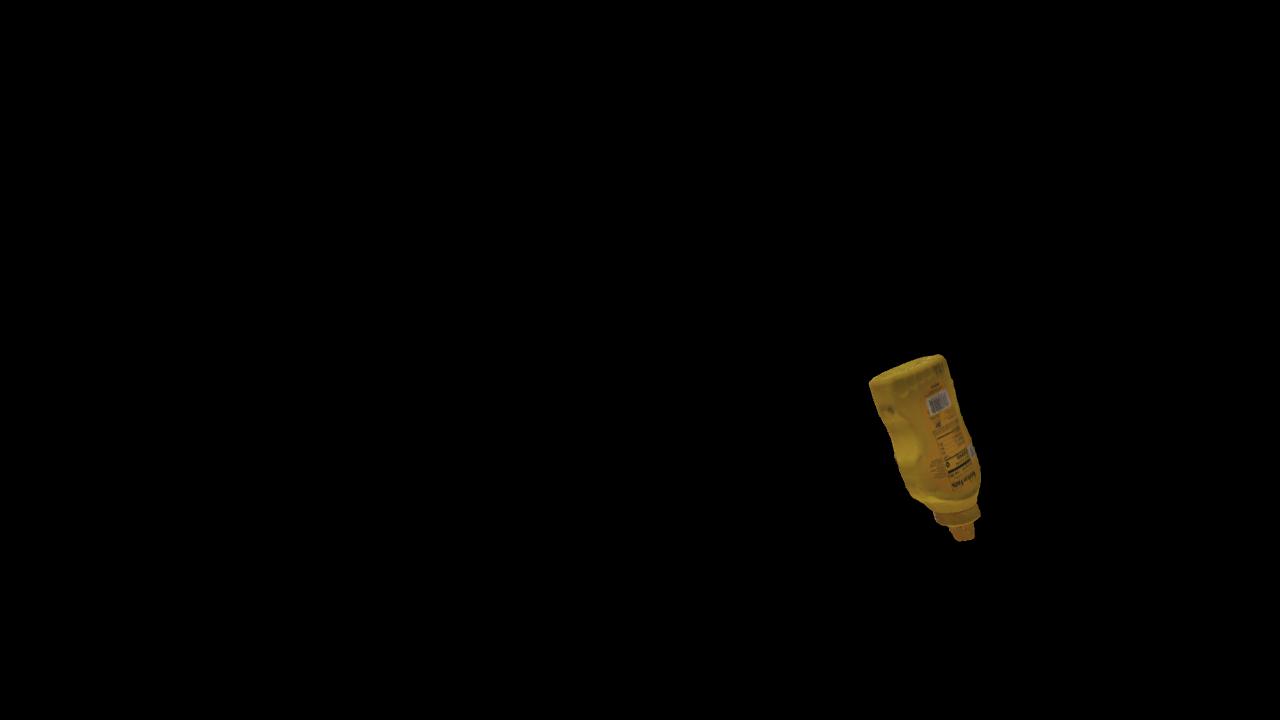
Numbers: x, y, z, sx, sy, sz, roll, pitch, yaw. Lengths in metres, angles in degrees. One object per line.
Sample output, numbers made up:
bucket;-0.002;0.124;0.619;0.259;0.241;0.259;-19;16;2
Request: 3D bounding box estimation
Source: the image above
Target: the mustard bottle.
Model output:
mustard bottle;0.296;0.093;0.615;0.092;0.184;0.054;-19;-1;-33
